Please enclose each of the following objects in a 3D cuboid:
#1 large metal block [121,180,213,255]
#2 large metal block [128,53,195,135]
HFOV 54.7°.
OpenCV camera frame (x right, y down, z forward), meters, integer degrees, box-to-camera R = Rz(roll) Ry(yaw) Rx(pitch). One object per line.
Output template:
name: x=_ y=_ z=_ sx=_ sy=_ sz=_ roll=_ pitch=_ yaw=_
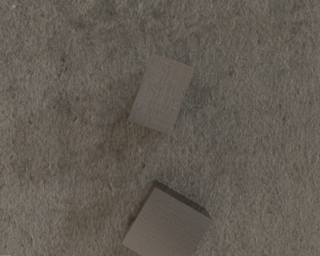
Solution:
large metal block: x=0.008 y=0.125 z=0.398 sx=0.080 sy=0.050 sz=0.080 roll=31 pitch=90 yaw=-1
large metal block: x=0.001 y=-0.038 z=0.383 sx=0.050 sy=0.080 sz=0.080 roll=20 pitch=90 yaw=0
